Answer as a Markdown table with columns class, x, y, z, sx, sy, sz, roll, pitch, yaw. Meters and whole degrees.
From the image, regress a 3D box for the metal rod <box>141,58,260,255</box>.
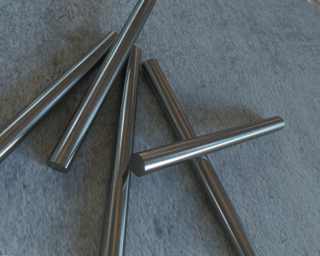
| class | x | y | z | sx | sy | sz | roll | pitch | yaw |
| --- | --- | --- | --- | --- | --- | --- | --- | --- | --- |
| metal rod | 0.047 | 0.034 | 0.409 | 0.025 | 0.025 | 0.299 | -14 | 69 | -34 |

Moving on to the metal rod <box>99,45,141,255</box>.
| class | x | y | z | sx | sy | sz | roll | pitch | yaw |
| --- | --- | --- | --- | --- | --- | --- | --- | --- | --- |
| metal rod | -0.044 | 0.015 | 0.372 | 0.025 | 0.025 | 0.299 | 15 | 55 | -20 |

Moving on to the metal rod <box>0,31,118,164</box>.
| class | x | y | z | sx | sy | sz | roll | pitch | yaw |
| --- | --- | --- | --- | --- | --- | --- | --- | --- | --- |
| metal rod | -0.128 | -0.030 | 0.353 | 0.025 | 0.025 | 0.301 | 36 | 51 | -5 |

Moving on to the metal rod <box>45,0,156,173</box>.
| class | x | y | z | sx | sy | sz | roll | pitch | yaw |
| --- | --- | --- | --- | --- | --- | --- | --- | --- | --- |
| metal rod | -0.063 | -0.079 | 0.400 | 0.025 | 0.025 | 0.300 | 28 | 58 | -12 |

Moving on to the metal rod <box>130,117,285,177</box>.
| class | x | y | z | sx | sy | sz | roll | pitch | yaw |
| --- | --- | --- | --- | --- | --- | --- | --- | --- | --- |
| metal rod | 0.087 | 0.015 | 0.416 | 0.302 | 0.025 | 0.025 | -12 | 68 | -42 |
